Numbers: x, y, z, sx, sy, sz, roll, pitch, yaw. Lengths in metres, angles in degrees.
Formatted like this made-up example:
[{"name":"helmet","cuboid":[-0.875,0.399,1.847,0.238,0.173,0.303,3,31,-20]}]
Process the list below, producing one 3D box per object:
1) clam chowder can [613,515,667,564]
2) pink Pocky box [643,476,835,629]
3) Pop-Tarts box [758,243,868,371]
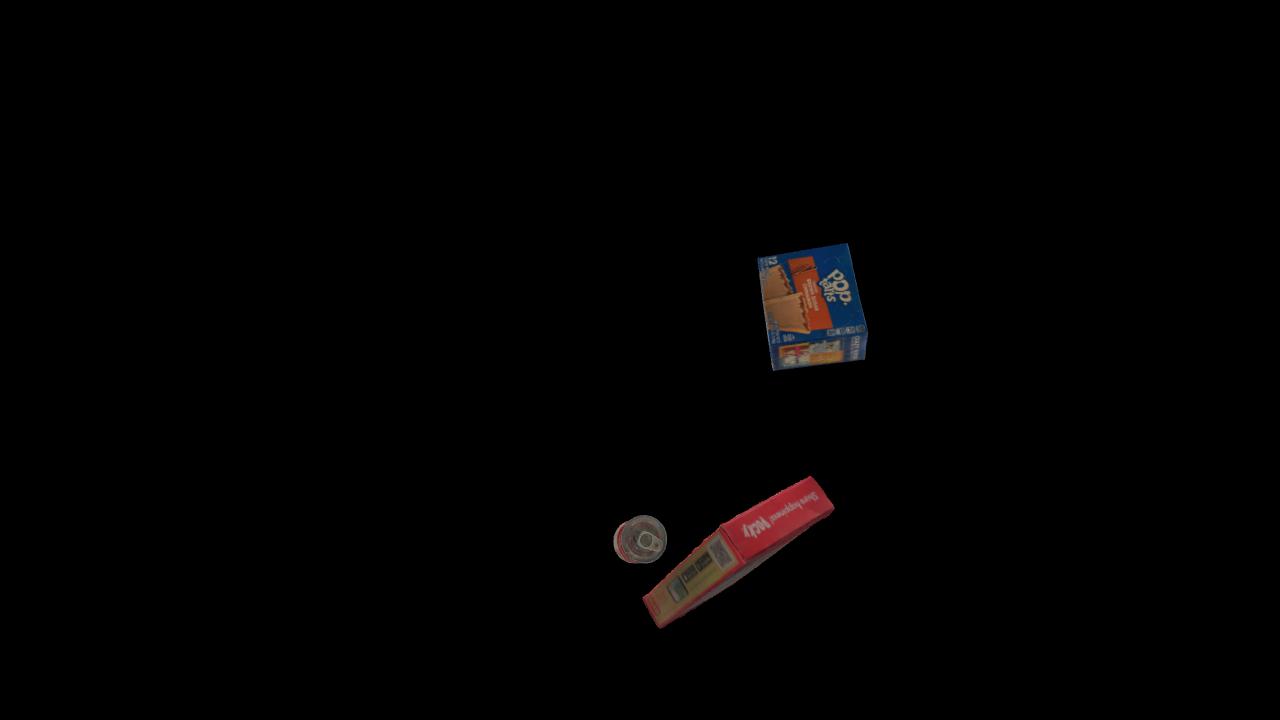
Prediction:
[{"name":"clam chowder can","cuboid":[-0.002,0.272,0.928,0.068,0.068,0.102,0,-18,-10]},{"name":"pink Pocky box","cuboid":[0.064,0.140,0.436,0.084,0.029,0.155,-18,-27,-32]},{"name":"Pop-Tarts box","cuboid":[0.264,-0.082,0.953,0.141,0.167,0.083,-7,-30,12]}]
